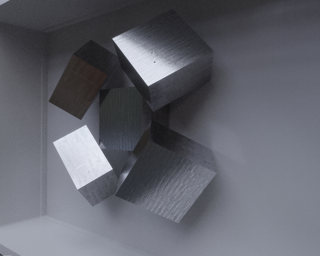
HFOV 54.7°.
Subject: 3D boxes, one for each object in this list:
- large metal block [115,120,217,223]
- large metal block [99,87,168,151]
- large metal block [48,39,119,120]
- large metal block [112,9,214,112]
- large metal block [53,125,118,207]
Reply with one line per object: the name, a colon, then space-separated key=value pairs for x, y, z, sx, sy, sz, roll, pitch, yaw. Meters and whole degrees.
large metal block: x=0.006 y=0.050 z=0.355 sx=0.080 sy=0.050 sz=0.080 roll=27 pitch=113 yaw=-11
large metal block: x=-0.036 y=-0.012 z=0.417 sx=0.080 sy=0.050 sz=0.080 roll=1 pitch=91 yaw=40
large metal block: x=-0.106 y=-0.071 z=0.446 sx=0.050 sy=0.080 sz=0.080 roll=31 pitch=117 yaw=-11
large metal block: x=0.004 y=-0.079 z=0.358 sx=0.080 sy=0.050 sz=0.080 roll=-30 pitch=63 yaw=-11
large metal block: x=-0.102 y=0.056 z=0.446 sx=0.080 sy=0.050 sz=0.080 roll=53 pitch=165 yaw=26
